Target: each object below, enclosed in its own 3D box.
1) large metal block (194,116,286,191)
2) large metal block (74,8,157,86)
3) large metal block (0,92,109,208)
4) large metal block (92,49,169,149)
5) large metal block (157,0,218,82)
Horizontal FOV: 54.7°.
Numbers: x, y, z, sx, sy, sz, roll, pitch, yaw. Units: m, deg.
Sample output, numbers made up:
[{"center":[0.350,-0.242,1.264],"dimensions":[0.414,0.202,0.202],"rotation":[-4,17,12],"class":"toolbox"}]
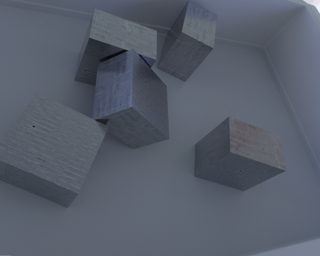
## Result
[{"center":[0.101,0.037,0.404],"dimensions":[0.081,0.080,0.050],"rotation":[19,55,-18],"class":"large metal block"},{"center":[-0.057,-0.093,0.397],"dimensions":[0.081,0.080,0.050],"rotation":[14,56,-21],"class":"large metal block"},{"center":[-0.110,0.023,0.317],"dimensions":[0.080,0.050,0.080],"rotation":[27,52,-12],"class":"large metal block"},{"center":[-0.031,-0.032,0.369],"dimensions":[0.080,0.050,0.080],"rotation":[42,38,-49],"class":"large metal block"},{"center":[0.042,-0.133,0.476],"dimensions":[0.050,0.080,0.080],"rotation":[23,53,-15],"class":"large metal block"}]
